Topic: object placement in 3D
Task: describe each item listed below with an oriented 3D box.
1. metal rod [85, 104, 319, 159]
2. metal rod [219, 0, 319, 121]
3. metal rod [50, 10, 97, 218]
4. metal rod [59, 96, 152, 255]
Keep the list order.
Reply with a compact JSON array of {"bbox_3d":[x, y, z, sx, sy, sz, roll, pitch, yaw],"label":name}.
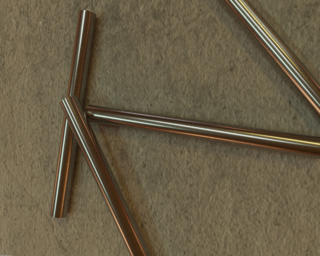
[{"bbox_3d":[0.040,0.001,0.394,0.301,0.025,0.025,9,93,19],"label":"metal rod"},{"bbox_3d":[0.139,-0.085,0.359,0.025,0.025,0.299,-38,78,16],"label":"metal rod"},{"bbox_3d":[-0.127,-0.018,0.452,0.025,0.025,0.298,10,93,19],"label":"metal rod"},{"bbox_3d":[-0.061,0.095,0.416,0.025,0.025,0.299,-27,86,18],"label":"metal rod"}]
